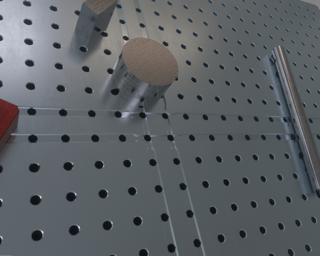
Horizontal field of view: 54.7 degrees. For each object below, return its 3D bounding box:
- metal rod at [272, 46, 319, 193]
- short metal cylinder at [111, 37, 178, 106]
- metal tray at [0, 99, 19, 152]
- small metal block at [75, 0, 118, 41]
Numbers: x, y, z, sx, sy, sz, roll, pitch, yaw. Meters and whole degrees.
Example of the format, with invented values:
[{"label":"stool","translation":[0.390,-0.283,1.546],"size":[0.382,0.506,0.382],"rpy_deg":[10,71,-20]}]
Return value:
[{"label":"metal rod","translation":[0.248,-0.031,0.561],"size":[0.025,0.025,0.299],"rpy_deg":[11,57,-22]},{"label":"short metal cylinder","translation":[-0.022,-0.077,0.428],"size":[0.081,0.050,0.080],"rpy_deg":[14,56,-21]},{"label":"metal tray","translation":[-0.217,-0.006,0.292],"size":[0.131,0.030,0.090],"rpy_deg":[25,53,-13]},{"label":"small metal block","translation":[-0.091,-0.161,0.442],"size":[0.025,0.050,0.050],"rpy_deg":[37,51,-4]}]
